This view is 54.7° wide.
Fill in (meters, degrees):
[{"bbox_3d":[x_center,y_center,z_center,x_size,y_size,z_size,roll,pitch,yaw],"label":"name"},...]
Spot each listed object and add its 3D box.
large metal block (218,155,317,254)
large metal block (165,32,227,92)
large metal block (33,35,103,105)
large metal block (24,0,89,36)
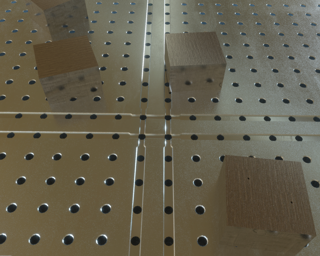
[{"bbox_3d":[0.106,0.079,0.327,0.080,0.050,0.080,5,50,4],"label":"large metal block"},{"bbox_3d":[0.051,-0.103,0.479,0.081,0.050,0.080,-4,50,-4],"label":"large metal block"},{"bbox_3d":[-0.137,-0.089,0.464,0.081,0.050,0.080,-16,52,-13],"label":"large metal block"},{"bbox_3d":[-0.194,-0.226,0.579,0.080,0.050,0.080,-34,58,-26],"label":"large metal block"}]
